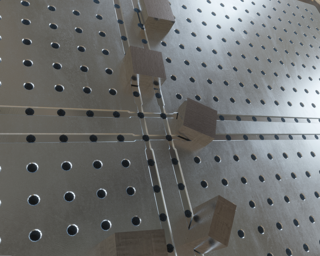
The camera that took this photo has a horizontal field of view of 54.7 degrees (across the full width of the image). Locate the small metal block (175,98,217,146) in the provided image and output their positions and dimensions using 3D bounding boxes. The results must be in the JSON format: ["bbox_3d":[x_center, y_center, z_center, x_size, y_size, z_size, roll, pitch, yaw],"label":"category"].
[{"bbox_3d":[0.052,-0.009,0.444,0.050,0.025,0.050,23,53,-15],"label":"small metal block"}]

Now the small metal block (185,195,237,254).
[{"bbox_3d":[0.058,0.112,0.357,0.025,0.050,0.050,32,51,-8],"label":"small metal block"}]

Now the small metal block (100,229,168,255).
[{"bbox_3d":[-0.027,0.120,0.306,0.050,0.050,0.025,5,60,-26],"label":"small metal block"}]

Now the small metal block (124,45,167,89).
[{"bbox_3d":[-0.022,-0.088,0.452,0.050,0.025,0.050,5,59,-26],"label":"small metal block"}]

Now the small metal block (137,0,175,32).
[{"bbox_3d":[-0.007,-0.194,0.524,0.050,0.025,0.050,0,62,-29],"label":"small metal block"}]
